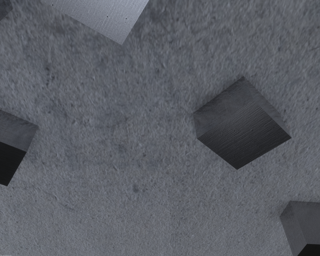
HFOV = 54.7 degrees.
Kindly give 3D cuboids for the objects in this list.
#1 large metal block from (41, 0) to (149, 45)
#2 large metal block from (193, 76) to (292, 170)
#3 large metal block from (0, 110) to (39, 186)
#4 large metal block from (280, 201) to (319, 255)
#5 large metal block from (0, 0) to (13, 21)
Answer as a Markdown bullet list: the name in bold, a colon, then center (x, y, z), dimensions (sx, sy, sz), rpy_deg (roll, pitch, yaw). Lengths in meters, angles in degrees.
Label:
- **large metal block**: center (-0.048, -0.136, 0.275), dimensions (0.080, 0.050, 0.080), rpy_deg (26, 125, -21)
- **large metal block**: center (0.101, -0.004, 0.389), dimensions (0.080, 0.050, 0.080), rpy_deg (37, 121, -28)
- **large metal block**: center (-0.220, 0.022, 0.406), dimensions (0.080, 0.050, 0.080), rpy_deg (27, 125, -22)
- **large metal block**: center (0.262, 0.173, 0.523), dimensions (0.081, 0.080, 0.050), rpy_deg (5, 130, -5)
- **large metal block**: center (-0.196, -0.132, 0.276), dimensions (0.080, 0.050, 0.080), rpy_deg (-7, 130, 5)
